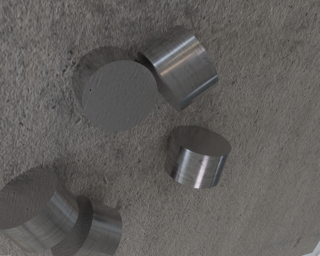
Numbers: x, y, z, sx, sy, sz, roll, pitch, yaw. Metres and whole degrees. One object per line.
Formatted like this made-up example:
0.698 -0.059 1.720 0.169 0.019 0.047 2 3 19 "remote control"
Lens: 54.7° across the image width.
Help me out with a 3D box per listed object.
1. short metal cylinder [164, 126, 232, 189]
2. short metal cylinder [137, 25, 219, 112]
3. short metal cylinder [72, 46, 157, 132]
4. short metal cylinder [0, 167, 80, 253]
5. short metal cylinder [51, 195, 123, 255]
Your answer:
0.050 0.038 0.422 0.081 0.080 0.050 -1 119 -28 "short metal cylinder"
0.019 -0.064 0.342 0.050 0.080 0.080 -36 129 -4 "short metal cylinder"
-0.050 -0.043 0.337 0.081 0.050 0.079 -14 124 -21 "short metal cylinder"
-0.140 0.092 0.351 0.080 0.080 0.050 -30 129 -9 "short metal cylinder"
-0.096 0.134 0.402 0.080 0.080 0.050 -48 129 6 "short metal cylinder"
